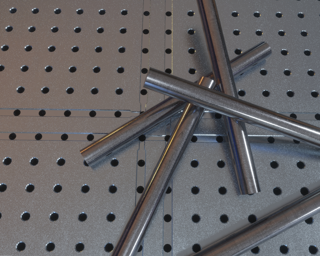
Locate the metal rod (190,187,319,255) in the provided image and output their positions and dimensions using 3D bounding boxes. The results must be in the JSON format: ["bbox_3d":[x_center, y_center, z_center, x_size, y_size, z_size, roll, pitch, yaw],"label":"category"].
[{"bbox_3d":[0.160,0.105,0.375,0.302,0.025,0.025,-24,72,-9],"label":"metal rod"}]

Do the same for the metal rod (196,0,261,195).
[{"bbox_3d":[0.085,-0.064,0.410,0.025,0.025,0.298,-10,80,-4],"label":"metal rod"}]

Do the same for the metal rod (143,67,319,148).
[{"bbox_3d":[0.126,-0.013,0.381,0.302,0.025,0.025,18,71,-9],"label":"metal rod"}]

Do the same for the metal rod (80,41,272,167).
[{"bbox_3d":[0.030,-0.038,0.426,0.301,0.025,0.025,-32,73,-11],"label":"metal rod"}]

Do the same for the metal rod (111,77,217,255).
[{"bbox_3d":[-0.003,0.069,0.373,0.025,0.025,0.300,25,76,8],"label":"metal rod"}]
